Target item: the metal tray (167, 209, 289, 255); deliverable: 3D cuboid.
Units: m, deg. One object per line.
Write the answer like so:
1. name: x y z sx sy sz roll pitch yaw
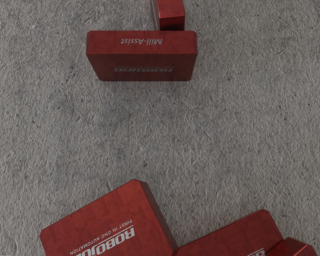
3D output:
1. metal tray: 0.081 0.159 0.348 0.131 0.030 0.090 -22 72 -8

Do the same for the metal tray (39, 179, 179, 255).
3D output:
1. metal tray: -0.057 0.126 0.341 0.130 0.030 0.090 -30 71 5

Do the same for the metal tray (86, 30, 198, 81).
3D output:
1. metal tray: -0.021 -0.091 0.404 0.131 0.090 0.030 0 77 0

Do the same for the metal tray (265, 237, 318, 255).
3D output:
1. metal tray: 0.117 0.187 0.315 0.131 0.030 0.090 -31 95 -16

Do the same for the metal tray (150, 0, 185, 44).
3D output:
1. metal tray: 0.007 -0.163 0.421 0.030 0.090 0.130 -7 60 -3
